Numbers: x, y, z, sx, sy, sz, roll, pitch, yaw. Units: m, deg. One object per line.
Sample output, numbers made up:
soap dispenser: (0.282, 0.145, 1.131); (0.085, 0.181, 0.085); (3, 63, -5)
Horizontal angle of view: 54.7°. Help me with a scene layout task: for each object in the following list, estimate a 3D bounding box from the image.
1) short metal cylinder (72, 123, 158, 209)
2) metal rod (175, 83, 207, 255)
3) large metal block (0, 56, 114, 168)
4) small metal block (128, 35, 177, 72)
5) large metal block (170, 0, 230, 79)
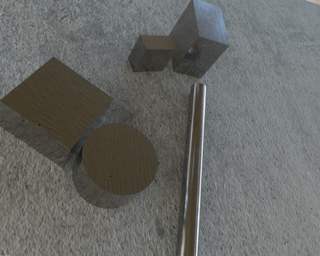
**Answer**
short metal cylinder: (-0.049, 0.041, 0.336); (0.081, 0.050, 0.080); (14, 56, -21)
metal rod: (0.041, 0.062, 0.387); (0.025, 0.025, 0.300); (20, 54, -17)
large metal block: (-0.112, -0.018, 0.338); (0.080, 0.050, 0.080); (36, 51, -5)
small metal block: (-0.012, -0.107, 0.446); (0.050, 0.050, 0.025); (-9, 66, -32)
large metal block: (0.057, -0.138, 0.483); (0.050, 0.080, 0.080); (10, 58, -23)
